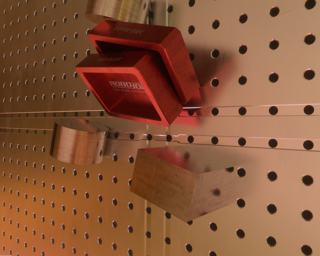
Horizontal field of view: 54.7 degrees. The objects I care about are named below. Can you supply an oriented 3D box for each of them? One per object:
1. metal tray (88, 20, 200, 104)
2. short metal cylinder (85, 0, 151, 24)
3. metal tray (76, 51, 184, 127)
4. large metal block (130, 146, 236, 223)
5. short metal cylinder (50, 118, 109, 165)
[{"bbox_3d":[-0.021,-0.084,0.386,0.130,0.090,0.030,21,62,38],"label":"metal tray"},{"bbox_3d":[-0.055,-0.163,0.417,0.080,0.080,0.050,19,97,38],"label":"short metal cylinder"},{"bbox_3d":[-0.042,-0.051,0.397,0.130,0.090,0.030,11,52,45],"label":"metal tray"},{"bbox_3d":[0.026,0.057,0.352,0.080,0.081,0.050,19,103,38],"label":"large metal block"},{"bbox_3d":[-0.124,0.019,0.476,0.080,0.081,0.050,21,103,38],"label":"short metal cylinder"}]
